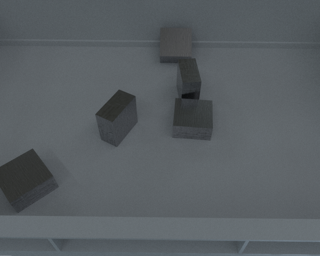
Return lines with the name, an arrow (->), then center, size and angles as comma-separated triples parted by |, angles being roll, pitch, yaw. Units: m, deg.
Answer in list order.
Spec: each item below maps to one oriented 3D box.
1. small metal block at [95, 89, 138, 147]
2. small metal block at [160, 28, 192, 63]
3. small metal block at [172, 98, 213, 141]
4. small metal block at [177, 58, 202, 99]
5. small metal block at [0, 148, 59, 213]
small metal block -> -0.054, -0.012, 0.399 | 0.025, 0.050, 0.050 | 24, 54, 18
small metal block -> 0.026, -0.134, 0.505 | 0.050, 0.025, 0.050 | 1, 77, 1
small metal block -> 0.044, -0.012, 0.415 | 0.050, 0.025, 0.050 | 4, 50, 3
small metal block -> 0.040, -0.063, 0.442 | 0.025, 0.050, 0.050 | -4, 50, -3
small metal block -> -0.154, 0.059, 0.354 | 0.050, 0.025, 0.050 | -33, 58, -25
